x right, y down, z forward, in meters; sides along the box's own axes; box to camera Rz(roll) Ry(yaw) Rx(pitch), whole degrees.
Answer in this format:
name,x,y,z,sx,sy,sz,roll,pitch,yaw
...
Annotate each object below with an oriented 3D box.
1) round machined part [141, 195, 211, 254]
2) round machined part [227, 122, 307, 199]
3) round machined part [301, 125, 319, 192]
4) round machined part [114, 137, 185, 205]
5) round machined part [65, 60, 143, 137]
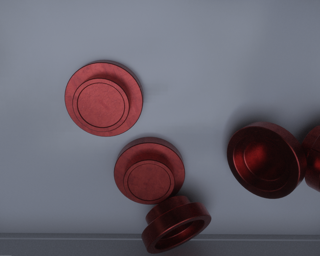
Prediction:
name,x,y,z,sx,sy,sz,roll,pitch,yaw
round machined part,0.019,0.131,0.434,0.099,0.042,0.097,-20,145,-15
round machined part,0.140,0.038,0.400,0.042,0.098,0.097,-23,124,-40
round machined part,0.218,0.034,0.402,0.099,0.042,0.097,-15,118,-30
round machined part,-0.014,0.065,0.426,0.099,0.042,0.097,0,110,-1
round machined part,-0.070,-0.034,0.389,0.099,0.042,0.097,0,110,-1
